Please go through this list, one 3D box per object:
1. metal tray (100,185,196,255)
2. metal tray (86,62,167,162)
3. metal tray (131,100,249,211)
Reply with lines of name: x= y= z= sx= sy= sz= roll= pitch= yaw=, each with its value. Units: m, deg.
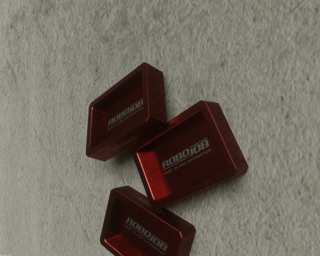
metal tray: x=-0.022 y=0.145 z=0.417 sx=0.130 sy=0.030 sz=0.089 roll=22 pitch=104 yaw=37
metal tray: x=-0.050 y=-0.018 z=0.419 sx=0.130 sy=0.030 sz=0.090 roll=-29 pitch=51 yaw=37
metal tray: x=0.029 y=0.036 z=0.376 sx=0.130 sy=0.030 sz=0.090 roll=-33 pitch=70 yaw=34
